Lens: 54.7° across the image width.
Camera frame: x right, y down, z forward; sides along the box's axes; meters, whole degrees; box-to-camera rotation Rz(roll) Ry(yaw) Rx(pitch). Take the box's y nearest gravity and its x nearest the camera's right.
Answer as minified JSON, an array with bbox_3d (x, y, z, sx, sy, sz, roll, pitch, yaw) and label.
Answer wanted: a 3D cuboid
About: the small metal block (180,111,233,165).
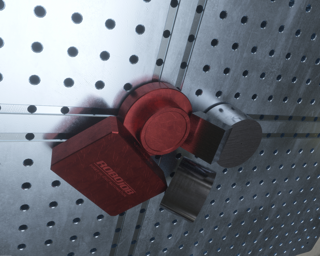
[{"bbox_3d":[0.060,0.012,0.407,0.025,0.050,0.050,-15,129,-55],"label":"small metal block"}]

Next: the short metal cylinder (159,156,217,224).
[{"bbox_3d":[0.040,0.086,0.438,0.050,0.080,0.079,26,110,8],"label":"short metal cylinder"}]

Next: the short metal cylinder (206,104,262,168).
[{"bbox_3d":[0.100,0.011,0.452,0.081,0.050,0.079,-14,124,-21],"label":"short metal cylinder"}]

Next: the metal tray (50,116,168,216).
[{"bbox_3d":[-0.059,0.054,0.389,0.090,0.030,0.130,-29,130,9],"label":"metal tray"}]

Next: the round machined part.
[{"bbox_3d":[-0.001,-0.005,0.391,0.099,0.042,0.097,-14,124,-21],"label":"round machined part"}]
